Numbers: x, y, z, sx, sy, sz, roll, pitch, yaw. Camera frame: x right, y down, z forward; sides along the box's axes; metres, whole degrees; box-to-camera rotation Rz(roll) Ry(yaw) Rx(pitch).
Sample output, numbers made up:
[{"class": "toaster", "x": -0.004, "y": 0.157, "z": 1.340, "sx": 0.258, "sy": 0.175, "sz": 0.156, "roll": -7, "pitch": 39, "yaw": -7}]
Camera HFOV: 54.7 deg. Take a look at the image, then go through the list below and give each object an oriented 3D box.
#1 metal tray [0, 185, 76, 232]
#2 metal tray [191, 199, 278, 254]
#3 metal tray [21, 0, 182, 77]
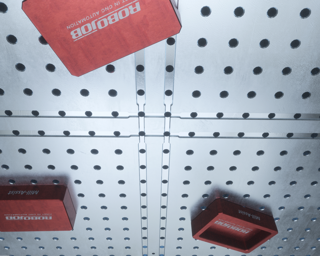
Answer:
[{"class": "metal tray", "x": -0.217, "y": 0.137, "z": 0.522, "sx": 0.131, "sy": 0.030, "sz": 0.089, "roll": -1, "pitch": 130, "yaw": 0}, {"class": "metal tray", "x": 0.134, "y": 0.182, "z": 0.565, "sx": 0.131, "sy": 0.030, "sz": 0.089, "roll": 22, "pitch": 127, "yaw": -19}, {"class": "metal tray", "x": -0.055, "y": -0.115, "z": 0.309, "sx": 0.130, "sy": 0.030, "sz": 0.090, "roll": -20, "pitch": 128, "yaw": 15}]
